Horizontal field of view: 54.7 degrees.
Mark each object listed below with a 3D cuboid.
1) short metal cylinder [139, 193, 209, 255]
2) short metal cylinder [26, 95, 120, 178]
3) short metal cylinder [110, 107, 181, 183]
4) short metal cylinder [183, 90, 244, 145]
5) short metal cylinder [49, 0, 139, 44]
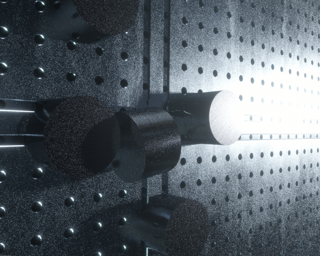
[{"bbox_3d":[0.020,0.131,0.412,0.081,0.050,0.079,0,90,-40],"label":"short metal cylinder"},{"bbox_3d":[-0.089,0.008,0.320,0.081,0.050,0.079,0,90,-40],"label":"short metal cylinder"},{"bbox_3d":[-0.022,0.018,0.357,0.050,0.080,0.079,-12,98,-40],"label":"short metal cylinder"},{"bbox_3d":[0.081,-0.015,0.464,0.081,0.050,0.079,0,90,-40],"label":"short metal cylinder"},{"bbox_3d":[-0.071,-0.136,0.335,0.081,0.050,0.079,0,90,-40],"label":"short metal cylinder"}]
